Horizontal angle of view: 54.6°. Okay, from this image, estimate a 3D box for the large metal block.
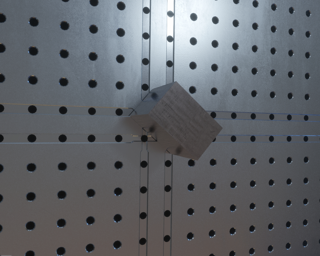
[{"bbox_3d":[0.017,-0.008,0.389,0.080,0.080,0.050,43,77,-15],"label":"large metal block"}]
